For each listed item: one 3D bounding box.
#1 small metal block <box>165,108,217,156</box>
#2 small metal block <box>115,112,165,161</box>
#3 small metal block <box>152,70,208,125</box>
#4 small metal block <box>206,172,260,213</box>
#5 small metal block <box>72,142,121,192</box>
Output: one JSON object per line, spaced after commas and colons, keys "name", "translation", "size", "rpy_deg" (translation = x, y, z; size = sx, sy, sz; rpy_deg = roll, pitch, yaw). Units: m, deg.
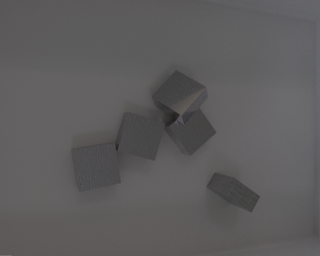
{"name": "small metal block", "translation": [0.041, 0.002, 0.425], "size": [0.050, 0.025, 0.050], "rpy_deg": [-40, 103, -16]}
{"name": "small metal block", "translation": [-0.027, 0.011, 0.401], "size": [0.050, 0.025, 0.050], "rpy_deg": [18, 84, -19]}
{"name": "small metal block", "translation": [0.026, -0.041, 0.406], "size": [0.050, 0.025, 0.050], "rpy_deg": [35, 75, 26]}
{"name": "small metal block", "translation": [0.102, 0.089, 0.435], "size": [0.050, 0.050, 0.025], "rpy_deg": [36, 79, -17]}
{"name": "small metal block", "translation": [-0.079, 0.047, 0.381], "size": [0.050, 0.025, 0.050], "rpy_deg": [-9, 93, -20]}
